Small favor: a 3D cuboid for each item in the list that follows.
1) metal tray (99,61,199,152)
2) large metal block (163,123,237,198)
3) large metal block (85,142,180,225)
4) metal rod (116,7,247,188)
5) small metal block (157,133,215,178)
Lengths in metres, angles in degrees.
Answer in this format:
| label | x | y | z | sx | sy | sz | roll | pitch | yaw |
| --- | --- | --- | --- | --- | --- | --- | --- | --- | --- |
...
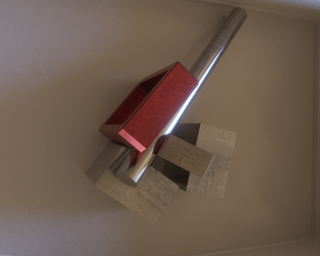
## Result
| label | x | y | z | sx | sy | sz | roll | pitch | yaw |
| --- | --- | --- | --- | --- | --- | --- | --- | --- | --- |
| metal tray | -0.019 | -0.021 | 0.346 | 0.030 | 0.130 | 0.090 | 42 | 78 | -15 |
| large metal block | 0.047 | 0.039 | 0.400 | 0.050 | 0.080 | 0.080 | 14 | 85 | -20 |
| large metal block | -0.036 | 0.062 | 0.369 | 0.080 | 0.080 | 0.050 | 38 | 78 | -17 |
| metal rod | 0.041 | -0.057 | 0.377 | 0.025 | 0.025 | 0.301 | 43 | 59 | -15 |
| small metal block | 0.029 | 0.029 | 0.329 | 0.050 | 0.050 | 0.025 | 26 | 89 | 13 |
